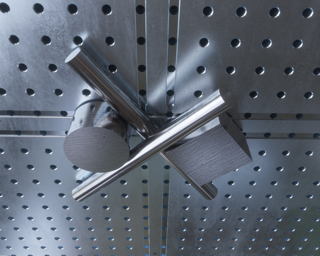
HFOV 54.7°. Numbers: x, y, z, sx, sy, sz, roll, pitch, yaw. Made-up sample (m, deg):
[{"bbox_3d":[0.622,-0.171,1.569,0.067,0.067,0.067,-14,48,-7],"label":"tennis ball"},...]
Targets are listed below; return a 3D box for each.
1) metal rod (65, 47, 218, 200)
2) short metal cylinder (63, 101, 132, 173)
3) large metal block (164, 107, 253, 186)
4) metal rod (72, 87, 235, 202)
[{"bbox_3d":[-0.006,0.012,0.416,0.025,0.025,0.300,-29,125,22],"label":"metal rod"},{"bbox_3d":[-0.078,0.013,0.400,0.081,0.050,0.079,0,130,0],"label":"short metal cylinder"},{"bbox_3d":[0.062,0.022,0.408,0.080,0.050,0.080,-31,124,23],"label":"large metal block"},{"bbox_3d":[-0.030,0.037,0.410,0.025,0.025,0.299,35,130,-26],"label":"metal rod"}]
